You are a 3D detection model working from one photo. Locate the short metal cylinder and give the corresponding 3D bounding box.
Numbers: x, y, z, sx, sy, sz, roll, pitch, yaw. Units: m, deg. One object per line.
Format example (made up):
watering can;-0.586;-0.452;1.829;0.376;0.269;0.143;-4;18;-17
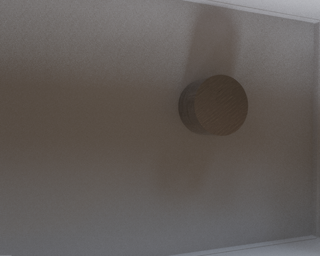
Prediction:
short metal cylinder;0.072;-0.030;0.425;0.081;0.050;0.079;0;90;-21
